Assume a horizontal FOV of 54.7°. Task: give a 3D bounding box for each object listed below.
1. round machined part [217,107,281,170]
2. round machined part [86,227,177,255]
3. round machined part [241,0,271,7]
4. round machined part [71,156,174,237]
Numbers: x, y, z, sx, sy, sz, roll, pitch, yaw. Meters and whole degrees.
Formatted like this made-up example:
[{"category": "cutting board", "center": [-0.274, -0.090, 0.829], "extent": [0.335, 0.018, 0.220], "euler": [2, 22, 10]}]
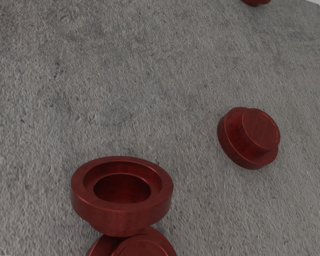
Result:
[{"category": "round machined part", "center": [0.138, 0.009, 0.461], "extent": [0.099, 0.042, 0.098], "euler": [14, 56, -21]}, {"category": "round machined part", "center": [-0.022, 0.140, 0.295], "extent": [0.099, 0.042, 0.098], "euler": [14, 56, -21]}, {"category": "round machined part", "center": [0.208, -0.313, 0.695], "extent": [0.099, 0.042, 0.098], "euler": [14, 56, -21]}, {"category": "round machined part", "center": [-0.038, 0.069, 0.309], "extent": [0.099, 0.042, 0.098], "euler": [6, 22, -2]}]
